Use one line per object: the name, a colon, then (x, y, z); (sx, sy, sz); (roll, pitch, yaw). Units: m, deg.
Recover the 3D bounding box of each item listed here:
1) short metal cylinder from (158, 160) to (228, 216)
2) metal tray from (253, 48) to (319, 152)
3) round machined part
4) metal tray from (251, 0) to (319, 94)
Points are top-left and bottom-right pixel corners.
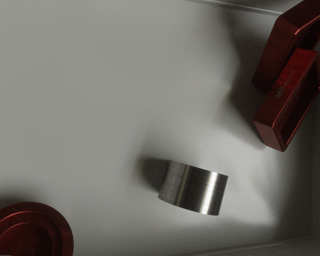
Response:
short metal cylinder: (0.042, 0.075, 0.398); (0.081, 0.080, 0.050); (17, 84, -20)
metal tray: (0.192, -0.039, 0.455); (0.130, 0.030, 0.090); (-56, 140, -10)
round machined part: (-0.147, 0.133, 0.334); (0.099, 0.042, 0.098); (11, 59, -19)
metal tray: (0.183, -0.113, 0.427); (0.090, 0.129, 0.030); (-35, 66, -17)
